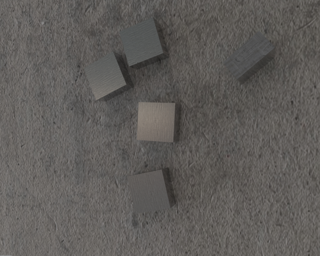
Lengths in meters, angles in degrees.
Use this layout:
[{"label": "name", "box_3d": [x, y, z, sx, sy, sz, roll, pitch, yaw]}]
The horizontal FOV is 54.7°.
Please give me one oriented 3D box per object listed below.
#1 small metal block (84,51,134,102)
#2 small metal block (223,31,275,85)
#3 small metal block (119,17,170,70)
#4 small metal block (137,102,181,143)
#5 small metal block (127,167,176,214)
[{"label": "small metal block", "box_3d": [-0.071, -0.071, 0.434, 0.050, 0.025, 0.050, -25, 82, 18]}, {"label": "small metal block", "box_3d": [0.104, -0.079, 0.359, 0.050, 0.050, 0.025, -41, 77, 15]}, {"label": "small metal block", "box_3d": [-0.021, -0.112, 0.416, 0.050, 0.025, 0.050, -17, 84, 19]}, {"label": "small metal block", "box_3d": [-0.001, -0.008, 0.409, 0.050, 0.025, 0.050, 3, 91, 20]}, {"label": "small metal block", "box_3d": [-0.011, 0.083, 0.413, 0.050, 0.025, 0.050, -14, 85, 19]}]
